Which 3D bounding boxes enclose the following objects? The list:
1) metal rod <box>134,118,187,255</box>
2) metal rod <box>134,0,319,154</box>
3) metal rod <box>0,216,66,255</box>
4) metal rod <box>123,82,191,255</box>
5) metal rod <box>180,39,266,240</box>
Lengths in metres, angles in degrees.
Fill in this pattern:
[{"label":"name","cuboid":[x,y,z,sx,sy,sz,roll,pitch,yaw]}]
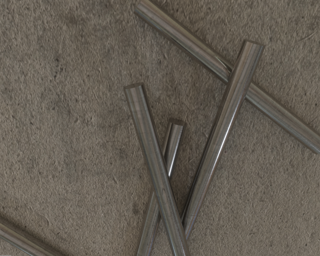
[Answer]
[{"label":"metal rod","cuboid":[-0.010,0.128,0.456,0.025,0.025,0.298,12,110,-5]},{"label":"metal rod","cuboid":[0.097,-0.059,0.388,0.301,0.025,0.025,35,106,-12]},{"label":"metal rod","cuboid":[-0.168,0.203,0.482,0.301,0.025,0.025,38,106,-13]},{"label":"metal rod","cuboid":[0.005,0.086,0.413,0.025,0.025,0.298,-13,110,5]},{"label":"metal rod","cuboid":[0.068,0.035,0.406,0.025,0.025,0.298,13,116,-5]}]
